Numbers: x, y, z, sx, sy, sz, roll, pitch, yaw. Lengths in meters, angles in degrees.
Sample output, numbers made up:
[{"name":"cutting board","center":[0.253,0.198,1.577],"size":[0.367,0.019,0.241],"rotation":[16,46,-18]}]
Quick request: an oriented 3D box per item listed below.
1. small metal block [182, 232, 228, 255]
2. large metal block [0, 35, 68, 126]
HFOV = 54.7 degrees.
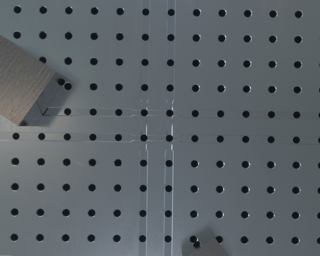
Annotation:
[{"name":"small metal block","center":[0.065,0.177,0.414],"size":[0.050,0.025,0.050],"rotation":[-33,90,0]},{"name":"large metal block","center":[-0.182,-0.058,0.399],"size":[0.080,0.050,0.080],"rotation":[34,90,0]}]
